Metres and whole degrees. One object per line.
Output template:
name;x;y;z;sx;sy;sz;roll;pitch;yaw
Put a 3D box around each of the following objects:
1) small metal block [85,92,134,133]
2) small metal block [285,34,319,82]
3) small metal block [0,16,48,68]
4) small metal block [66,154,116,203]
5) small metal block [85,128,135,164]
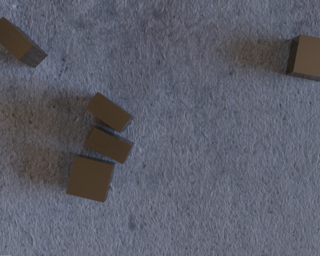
small metal block;-0.062;-0.019;0.397;0.050;0.050;0.025;36;90;-1
small metal block;0.201;-0.092;0.413;0.050;0.025;0.050;11;90;-1
small metal block;-0.179;-0.107;0.395;0.050;0.050;0.025;44;90;-1
small metal block;-0.090;0.066;0.409;0.050;0.025;0.050;14;90;-1
small metal block;-0.062;0.021;0.397;0.050;0.050;0.025;26;90;-1
